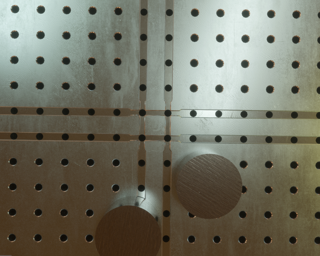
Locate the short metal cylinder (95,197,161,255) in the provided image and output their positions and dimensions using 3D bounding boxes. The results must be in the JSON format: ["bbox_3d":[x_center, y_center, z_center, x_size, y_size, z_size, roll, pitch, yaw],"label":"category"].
[{"bbox_3d":[-0.039,0.134,0.401,0.081,0.050,0.079,0,90,-1],"label":"short metal cylinder"}]

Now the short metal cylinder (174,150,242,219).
[{"bbox_3d":[0.060,0.071,0.402,0.081,0.050,0.079,0,90,-1],"label":"short metal cylinder"}]
